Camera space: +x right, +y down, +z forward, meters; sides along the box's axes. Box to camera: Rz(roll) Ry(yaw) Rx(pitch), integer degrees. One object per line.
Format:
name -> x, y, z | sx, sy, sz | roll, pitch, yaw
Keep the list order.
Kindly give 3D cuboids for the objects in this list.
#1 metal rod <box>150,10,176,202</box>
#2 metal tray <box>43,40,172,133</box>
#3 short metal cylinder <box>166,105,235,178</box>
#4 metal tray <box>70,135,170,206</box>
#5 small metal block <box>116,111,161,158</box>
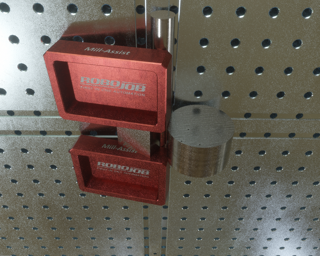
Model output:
metal rod -> 0.002, 0.000, 0.406 | 0.025, 0.025, 0.298 | 0, 130, 0
metal tray -> -0.054, -0.045, 0.346 | 0.131, 0.030, 0.089 | 8, 131, 9
short metal cylinder -> 0.048, 0.015, 0.384 | 0.081, 0.080, 0.050 | 0, 130, 0
metal tray -> -0.053, 0.061, 0.437 | 0.131, 0.030, 0.089 | 8, 131, 9
small metal block -> -0.027, 0.004, 0.396 | 0.050, 0.025, 0.050 | 22, 135, 23
